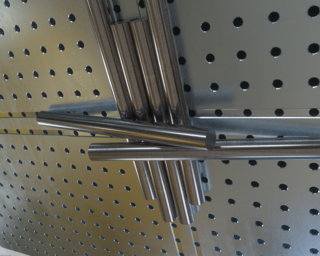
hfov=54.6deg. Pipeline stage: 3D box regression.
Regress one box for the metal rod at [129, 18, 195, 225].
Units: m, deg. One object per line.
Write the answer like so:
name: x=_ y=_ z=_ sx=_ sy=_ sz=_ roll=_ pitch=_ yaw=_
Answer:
metal rod: x=0.009 y=0.009 z=0.414 sx=0.025 sy=0.025 sz=0.298 roll=1 pitch=119 yaw=28

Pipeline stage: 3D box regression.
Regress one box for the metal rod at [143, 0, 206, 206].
metal rod: x=0.021 y=-0.028 z=0.382 sx=0.025 sy=0.025 sz=0.298 roll=1 pitch=119 yaw=28

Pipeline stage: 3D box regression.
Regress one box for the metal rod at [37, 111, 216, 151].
metal rod: x=-0.067 y=-0.002 z=0.416 sx=0.300 sy=0.025 sz=0.025 roll=7 pitch=122 yaw=35

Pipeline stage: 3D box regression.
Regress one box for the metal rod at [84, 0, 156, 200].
metal rod: x=-0.045 y=-0.027 z=0.418 sx=0.025 sy=0.025 sz=0.298 roll=1 pitch=119 yaw=28

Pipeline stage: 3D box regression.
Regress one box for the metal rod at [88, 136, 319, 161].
metal rod: x=0.050 y=0.027 z=0.375 sx=0.301 sy=0.025 sz=0.025 roll=-2 pitch=118 yaw=19

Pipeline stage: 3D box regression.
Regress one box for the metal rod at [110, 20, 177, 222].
metal rod: x=-0.015 y=0.009 z=0.424 sx=0.025 sy=0.025 sz=0.298 roll=1 pitch=119 yaw=28
